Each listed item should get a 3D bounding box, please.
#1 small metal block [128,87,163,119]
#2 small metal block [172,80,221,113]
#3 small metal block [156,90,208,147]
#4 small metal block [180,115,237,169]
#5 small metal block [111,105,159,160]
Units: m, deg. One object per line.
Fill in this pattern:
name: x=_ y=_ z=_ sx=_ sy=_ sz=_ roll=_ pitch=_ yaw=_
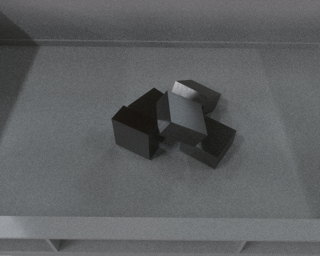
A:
small metal block: x=-0.007 y=-0.022 z=0.420 sx=0.050 sy=0.025 sz=0.050 roll=36 pitch=58 yaw=26
small metal block: x=0.049 y=-0.044 z=0.426 sx=0.050 sy=0.025 sz=0.050 roll=30 pitch=23 yaw=22
small metal block: x=0.025 y=-0.011 z=0.365 sx=0.050 sy=0.025 sz=0.050 roll=20 pitch=44 yaw=-27
small metal block: x=0.060 y=0.016 z=0.390 sx=0.050 sy=0.025 sz=0.050 roll=28 pitch=55 yaw=21
small metal block: x=-0.029 y=0.006 z=0.380 sx=0.050 sy=0.050 sz=0.025 roll=23 pitch=54 yaw=18
